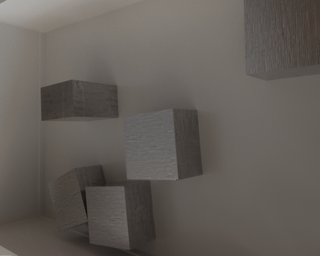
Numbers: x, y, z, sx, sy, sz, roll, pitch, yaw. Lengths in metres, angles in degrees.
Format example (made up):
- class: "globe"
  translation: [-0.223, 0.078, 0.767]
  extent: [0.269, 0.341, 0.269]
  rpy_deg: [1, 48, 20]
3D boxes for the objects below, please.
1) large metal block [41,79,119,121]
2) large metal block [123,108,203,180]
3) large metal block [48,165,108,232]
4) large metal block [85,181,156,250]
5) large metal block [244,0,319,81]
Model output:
- class: "large metal block"
  translation: [-0.121, -0.038, 0.468]
  extent: [0.080, 0.081, 0.050]
  rpy_deg: [-4, 87, 39]
- class: "large metal block"
  translation: [0.002, 0.021, 0.387]
  extent: [0.080, 0.050, 0.080]
  rpy_deg: [-7, 86, 39]
- class: "large metal block"
  translation: [-0.127, 0.111, 0.492]
  extent: [0.080, 0.050, 0.080]
  rpy_deg: [-29, 72, 36]
- class: "large metal block"
  translation: [-0.056, 0.118, 0.435]
  extent: [0.080, 0.050, 0.080]
  rpy_deg: [-9, 84, 39]
- class: "large metal block"
  translation: [0.127, -0.091, 0.285]
  extent: [0.080, 0.050, 0.079]
  rpy_deg: [-2, 89, 39]
